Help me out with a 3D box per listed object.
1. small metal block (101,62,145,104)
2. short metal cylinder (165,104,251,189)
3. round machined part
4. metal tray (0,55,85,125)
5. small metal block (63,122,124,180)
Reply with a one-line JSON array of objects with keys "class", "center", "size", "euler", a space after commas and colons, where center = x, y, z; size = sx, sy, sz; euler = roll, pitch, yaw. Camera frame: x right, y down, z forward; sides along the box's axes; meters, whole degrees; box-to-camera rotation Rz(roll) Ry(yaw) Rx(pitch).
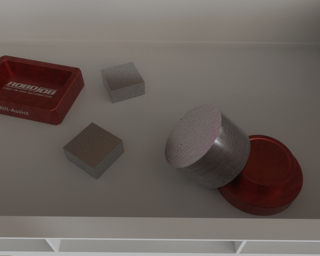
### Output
[{"class": "small metal block", "center": [-0.055, -0.068, 0.462], "size": [0.050, 0.025, 0.050], "euler": [-18, 53, -15]}, {"class": "short metal cylinder", "center": [0.052, 0.020, 0.345], "size": [0.050, 0.080, 0.080], "euler": [37, 44, -28]}, {"class": "round machined part", "center": [0.114, 0.046, 0.357], "size": [0.099, 0.042, 0.098], "euler": [0, 50, 0]}, {"class": "metal tray", "center": [-0.189, -0.057, 0.447], "size": [0.131, 0.030, 0.090], "euler": [11, 51, 9]}, {"class": "small metal block", "center": [-0.081, 0.027, 0.381], "size": [0.050, 0.025, 0.050], "euler": [29, 56, 22]}]
